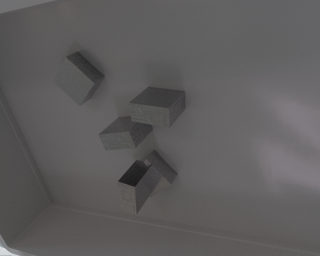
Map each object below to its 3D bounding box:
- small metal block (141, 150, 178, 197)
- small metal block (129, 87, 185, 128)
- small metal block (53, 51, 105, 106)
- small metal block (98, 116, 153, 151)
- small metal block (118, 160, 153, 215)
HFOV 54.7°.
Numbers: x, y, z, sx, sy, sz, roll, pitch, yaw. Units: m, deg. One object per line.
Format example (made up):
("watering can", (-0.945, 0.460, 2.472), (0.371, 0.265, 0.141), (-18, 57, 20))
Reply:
("small metal block", (-0.011, 0.068, 0.456), (0.050, 0.025, 0.050), (46, 129, -5))
("small metal block", (-0.002, -0.027, 0.377), (0.050, 0.050, 0.025), (10, 123, 23))
("small metal block", (-0.112, -0.067, 0.426), (0.050, 0.025, 0.050), (43, 129, -2))
("small metal block", (-0.046, 0.005, 0.420), (0.050, 0.050, 0.025), (-6, 115, 31))
("small metal block", (-0.032, 0.081, 0.427), (0.025, 0.050, 0.050), (14, 124, 21))
